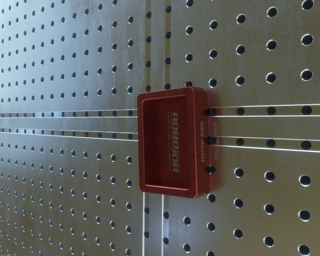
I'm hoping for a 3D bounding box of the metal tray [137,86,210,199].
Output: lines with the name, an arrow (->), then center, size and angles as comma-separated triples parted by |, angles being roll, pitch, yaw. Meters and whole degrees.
metal tray -> 0.015, 0.018, 0.391 | 0.090, 0.030, 0.129 | -3, 88, 39
